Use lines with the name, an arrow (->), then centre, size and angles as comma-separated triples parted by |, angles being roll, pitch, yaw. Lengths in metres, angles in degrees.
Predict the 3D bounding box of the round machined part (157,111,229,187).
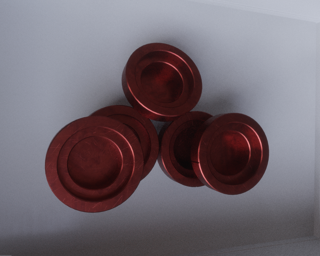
round machined part -> 0.040, 0.027, 0.415 | 0.099, 0.042, 0.097 | 0, 90, -20

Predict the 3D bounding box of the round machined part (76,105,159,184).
round machined part -> -0.054, 0.022, 0.380 | 0.099, 0.042, 0.097 | 0, 90, -20

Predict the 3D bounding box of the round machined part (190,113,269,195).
round machined part -> 0.082, 0.031, 0.386 | 0.099, 0.042, 0.097 | 0, 90, -20

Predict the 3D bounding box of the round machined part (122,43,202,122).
round machined part -> 0.000, -0.053, 0.389 | 0.099, 0.042, 0.098 | 7, 70, -19

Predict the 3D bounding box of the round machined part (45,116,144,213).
round machined part -> -0.070, 0.036, 0.330 | 0.099, 0.042, 0.097 | 0, 90, -20
